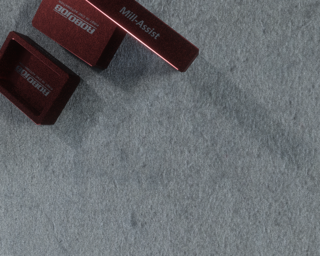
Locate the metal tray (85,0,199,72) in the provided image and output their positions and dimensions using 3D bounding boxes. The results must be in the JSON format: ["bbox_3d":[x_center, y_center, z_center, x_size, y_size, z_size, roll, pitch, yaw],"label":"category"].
[{"bbox_3d":[-0.015,-0.116,0.361,0.130,0.090,0.030,37,102,-1],"label":"metal tray"}]

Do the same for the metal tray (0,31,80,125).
[{"bbox_3d":[-0.195,-0.076,0.473,0.130,0.030,0.090,38,102,15],"label":"metal tray"}]

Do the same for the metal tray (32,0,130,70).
[{"bbox_3d":[-0.112,-0.155,0.445,0.130,0.030,0.090,35,101,16],"label":"metal tray"}]
